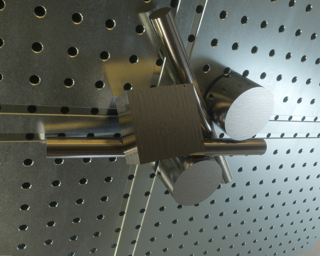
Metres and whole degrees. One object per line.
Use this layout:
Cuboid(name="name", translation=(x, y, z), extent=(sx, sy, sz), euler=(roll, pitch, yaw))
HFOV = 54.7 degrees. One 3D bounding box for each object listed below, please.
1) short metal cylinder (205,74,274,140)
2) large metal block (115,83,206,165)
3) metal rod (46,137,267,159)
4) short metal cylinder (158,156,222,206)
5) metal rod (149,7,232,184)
Cuboid(name="short metal cylinder", translation=(0.110, -0.030, 0.433), extent=(0.081, 0.050, 0.079), euler=(-14, 124, -21))
Cuboid(name="large metal block", translation=(-0.001, -0.004, 0.364), extent=(0.081, 0.050, 0.080), euler=(-10, 88, -23))
Cuboid(name="metal rod", translation=(0.011, 0.025, 0.407), extent=(0.303, 0.025, 0.025), euler=(1, 118, -22))
Cuboid(name="short metal cylinder", translation=(0.043, 0.067, 0.456), extent=(0.081, 0.050, 0.079), euler=(-14, 124, -21))
Cuboid(name="metal rod", translation=(0.054, -0.020, 0.425), extent=(0.025, 0.025, 0.299), euler=(-33, 129, -7))
